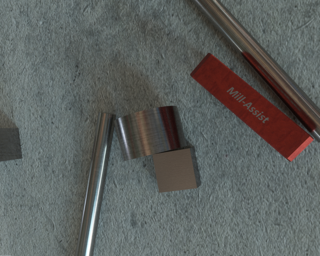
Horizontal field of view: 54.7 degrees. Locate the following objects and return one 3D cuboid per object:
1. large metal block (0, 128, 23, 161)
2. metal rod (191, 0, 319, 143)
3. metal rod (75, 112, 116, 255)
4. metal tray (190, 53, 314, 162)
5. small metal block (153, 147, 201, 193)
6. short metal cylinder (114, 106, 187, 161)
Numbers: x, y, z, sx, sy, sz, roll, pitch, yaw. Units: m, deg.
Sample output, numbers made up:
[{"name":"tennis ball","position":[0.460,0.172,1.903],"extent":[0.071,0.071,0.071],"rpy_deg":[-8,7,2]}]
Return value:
[{"name":"large metal block","position":[-0.276,0.031,0.475],"extent":[0.080,0.080,0.050],"rpy_deg":[-10,87,19]},{"name":"metal rod","position":[0.097,-0.107,0.374],"extent":[0.025,0.025,0.300],"rpy_deg":[-41,78,15]},{"name":"metal rod","position":[-0.099,0.126,0.442],"extent":[0.025,0.025,0.298],"rpy_deg":[11,94,19]},{"name":"metal tray","position":[0.099,-0.023,0.339],"extent":[0.130,0.090,0.030],"rpy_deg":[44,104,14]},{"name":"small metal block","position":[0.022,0.054,0.401],"extent":[0.050,0.025,0.050],"rpy_deg":[-11,86,19]},{"name":"short metal cylinder","position":[-0.012,0.007,0.383],"extent":[0.080,0.080,0.050],"rpy_deg":[-15,85,19]}]
